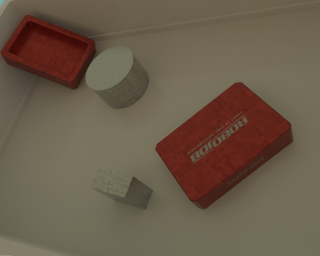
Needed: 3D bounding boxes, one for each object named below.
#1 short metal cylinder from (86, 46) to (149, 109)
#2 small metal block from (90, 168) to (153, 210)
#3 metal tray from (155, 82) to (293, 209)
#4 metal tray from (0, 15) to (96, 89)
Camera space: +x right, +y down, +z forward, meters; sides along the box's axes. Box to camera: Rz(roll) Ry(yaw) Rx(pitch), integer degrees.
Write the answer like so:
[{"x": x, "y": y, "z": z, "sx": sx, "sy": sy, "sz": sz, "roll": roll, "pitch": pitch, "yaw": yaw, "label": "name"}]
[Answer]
[{"x": -0.064, "y": -0.076, "z": 0.468, "sx": 0.080, "sy": 0.050, "sz": 0.080, "roll": -13, "pitch": 56, "yaw": 20, "label": "short metal cylinder"}, {"x": -0.045, "y": 0.072, "z": 0.367, "sx": 0.050, "sy": 0.050, "sz": 0.025, "roll": 8, "pitch": 66, "yaw": 31, "label": "small metal block"}, {"x": 0.070, "y": 0.017, "z": 0.355, "sx": 0.130, "sy": 0.030, "sz": 0.090, "roll": -38, "pitch": 51, "yaw": 2, "label": "metal tray"}, {"x": -0.189, "y": -0.132, "z": 0.536, "sx": 0.131, "sy": 0.030, "sz": 0.090, "roll": 21, "pitch": 69, "yaw": -1, "label": "metal tray"}]
